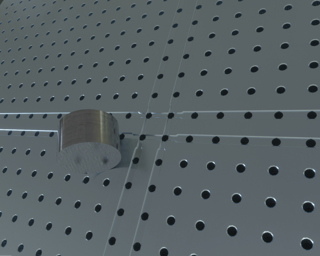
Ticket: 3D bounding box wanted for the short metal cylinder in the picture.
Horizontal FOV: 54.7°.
[{"bbox_3d":[-0.093,0.020,0.408,0.080,0.080,0.050,-21,54,15],"label":"short metal cylinder"}]
